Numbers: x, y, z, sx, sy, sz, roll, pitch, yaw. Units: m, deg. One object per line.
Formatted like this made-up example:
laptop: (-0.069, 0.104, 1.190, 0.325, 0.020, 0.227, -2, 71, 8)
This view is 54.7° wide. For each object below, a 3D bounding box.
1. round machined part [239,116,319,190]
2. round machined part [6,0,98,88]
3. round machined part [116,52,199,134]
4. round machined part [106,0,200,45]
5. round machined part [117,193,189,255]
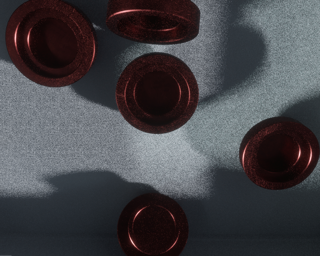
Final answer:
round machined part: (0.155, 0.030, 0.416, 0.099, 0.042, 0.097, 0, 110, -1)
round machined part: (-0.122, -0.100, 0.364, 0.099, 0.042, 0.097, 0, 110, -1)
round machined part: (-0.003, -0.045, 0.386, 0.099, 0.042, 0.097, 0, 110, -1)
round machined part: (-0.006, -0.125, 0.331, 0.099, 0.098, 0.042, 5, 87, -2)
round machined part: (-0.009, 0.137, 0.424, 0.099, 0.042, 0.098, 2, 67, -4)
